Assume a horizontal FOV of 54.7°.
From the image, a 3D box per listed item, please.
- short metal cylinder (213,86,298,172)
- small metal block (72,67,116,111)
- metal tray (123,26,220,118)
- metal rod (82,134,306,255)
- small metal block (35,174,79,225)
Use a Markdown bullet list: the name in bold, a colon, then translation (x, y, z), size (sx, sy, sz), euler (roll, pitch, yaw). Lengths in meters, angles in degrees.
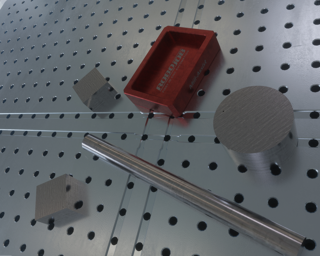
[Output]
- **short metal cylinder**: translation (0.104, 0.001, 0.337), size (0.080, 0.050, 0.080), euler (-13, 56, 21)
- **small metal block**: translation (-0.108, -0.064, 0.504), size (0.050, 0.025, 0.050), euler (-41, 51, 0)
- **metal tray**: translation (0.017, -0.086, 0.448), size (0.090, 0.030, 0.130), euler (20, 72, 35)
- **metal rod**: translation (0.011, 0.065, 0.362), size (0.300, 0.025, 0.025), euler (21, 73, 35)
- **small metal block**: translation (-0.141, 0.097, 0.423), size (0.050, 0.025, 0.050), euler (-23, 53, 14)
